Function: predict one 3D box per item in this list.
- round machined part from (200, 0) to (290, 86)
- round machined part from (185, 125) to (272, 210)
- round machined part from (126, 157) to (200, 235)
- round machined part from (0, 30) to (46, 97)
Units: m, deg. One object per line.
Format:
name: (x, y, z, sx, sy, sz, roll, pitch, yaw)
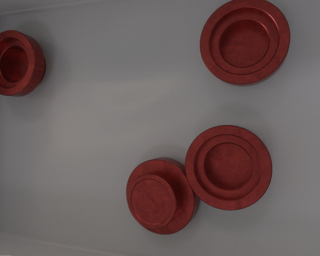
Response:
round machined part: (0.100, -0.098, 0.366, 0.098, 0.042, 0.097, 0, 90, 20)
round machined part: (0.083, 0.045, 0.372, 0.098, 0.042, 0.097, 0, 90, 19)
round machined part: (-0.002, 0.089, 0.396, 0.098, 0.042, 0.097, 2, 94, 26)
round machined part: (-0.218, -0.097, 0.479, 0.098, 0.042, 0.097, 0, 90, 20)
